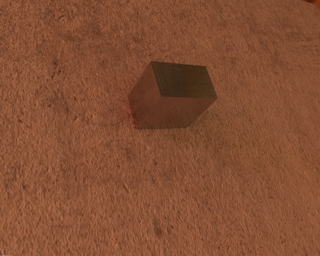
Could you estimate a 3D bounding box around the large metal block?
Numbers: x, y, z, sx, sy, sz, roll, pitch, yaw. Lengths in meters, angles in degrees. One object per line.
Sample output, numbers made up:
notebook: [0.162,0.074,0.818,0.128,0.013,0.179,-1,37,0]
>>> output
large metal block: [0.013,-0.039,0.403,0.081,0.080,0.050,-1,63,-29]
